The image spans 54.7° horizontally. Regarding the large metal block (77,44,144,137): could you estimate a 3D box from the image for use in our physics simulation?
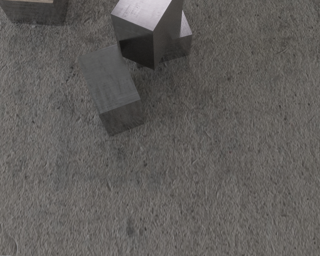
[{"bbox_3d":[-0.060,-0.045,0.395,0.050,0.080,0.080,-21,72,-7],"label":"large metal block"}]

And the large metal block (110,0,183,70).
[{"bbox_3d":[-0.012,-0.131,0.373,0.050,0.080,0.080,25,72,9],"label":"large metal block"}]

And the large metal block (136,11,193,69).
[{"bbox_3d":[-0.007,-0.142,0.446,0.081,0.050,0.080,-16,71,-6],"label":"large metal block"}]

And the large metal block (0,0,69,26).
[{"bbox_3d":[-0.186,-0.205,0.469,0.080,0.050,0.080,4,70,1],"label":"large metal block"}]
